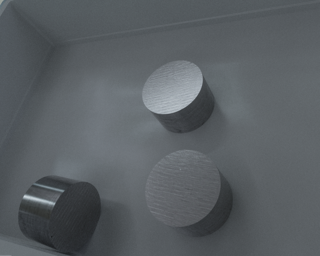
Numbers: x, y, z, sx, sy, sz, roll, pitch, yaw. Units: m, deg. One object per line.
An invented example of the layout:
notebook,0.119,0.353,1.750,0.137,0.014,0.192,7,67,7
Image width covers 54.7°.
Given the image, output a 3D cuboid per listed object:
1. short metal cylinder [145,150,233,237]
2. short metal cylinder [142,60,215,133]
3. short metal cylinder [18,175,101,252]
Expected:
short metal cylinder,0.032,0.070,0.329,0.080,0.050,0.080,-13,56,20
short metal cylinder,0.024,-0.040,0.400,0.080,0.050,0.080,-13,56,20
short metal cylinder,-0.117,0.100,0.369,0.050,0.080,0.080,5,64,30
